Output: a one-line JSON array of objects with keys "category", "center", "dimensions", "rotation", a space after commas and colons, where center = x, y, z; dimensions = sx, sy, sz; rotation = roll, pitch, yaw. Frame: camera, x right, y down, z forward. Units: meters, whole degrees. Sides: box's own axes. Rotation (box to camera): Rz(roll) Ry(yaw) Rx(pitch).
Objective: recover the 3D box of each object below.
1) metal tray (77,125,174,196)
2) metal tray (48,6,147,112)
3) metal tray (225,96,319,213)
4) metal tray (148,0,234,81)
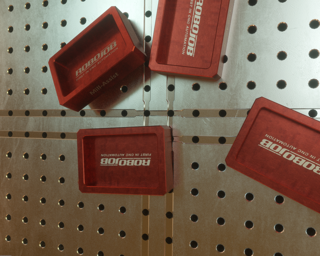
[{"category": "metal tray", "center": [-0.050, 0.044, 0.427], "dimensions": [0.130, 0.030, 0.090], "rotation": [-3, 89, 20]}, {"category": "metal tray", "center": [-0.090, -0.094, 0.427], "dimensions": [0.130, 0.030, 0.090], "rotation": [-34, 61, 17]}, {"category": "metal tray", "center": [0.154, 0.030, 0.355], "dimensions": [0.130, 0.030, 0.090], "rotation": [27, 99, 18]}, {"category": "metal tray", "center": [0.041, -0.131, 0.395], "dimensions": [0.090, 0.030, 0.129], "rotation": [10, 93, 19]}]
